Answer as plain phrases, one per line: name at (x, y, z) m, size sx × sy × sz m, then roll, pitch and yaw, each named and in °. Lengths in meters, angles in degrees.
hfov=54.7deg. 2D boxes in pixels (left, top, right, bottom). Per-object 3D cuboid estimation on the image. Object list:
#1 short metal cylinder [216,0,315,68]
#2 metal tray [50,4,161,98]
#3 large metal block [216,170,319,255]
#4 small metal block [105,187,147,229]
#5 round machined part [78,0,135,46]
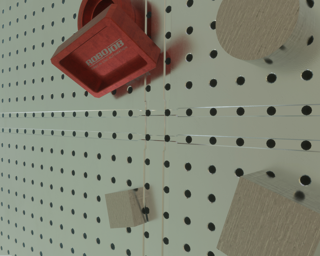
short metal cylinder at (0.103, -0.103, 0.307) m, size 0.080 × 0.050 × 0.079 m, roll 0°, pitch 90°, yaw 39°
metal tray at (-0.076, -0.098, 0.426) m, size 0.130 × 0.090 × 0.030 m, roll -21°, pitch 42°, yaw 38°
large metal block at (0.112, 0.097, 0.300) m, size 0.080 × 0.050 × 0.079 m, roll 24°, pitch 105°, yaw 37°
small metal block at (-0.050, 0.116, 0.449) m, size 0.050 × 0.025 × 0.050 m, roll -18°, pitch 79°, yaw 38°
round machined part at (-0.075, -0.160, 0.458) m, size 0.098 × 0.042 × 0.097 m, roll 0°, pitch 90°, yaw 40°
